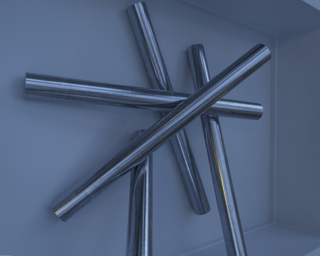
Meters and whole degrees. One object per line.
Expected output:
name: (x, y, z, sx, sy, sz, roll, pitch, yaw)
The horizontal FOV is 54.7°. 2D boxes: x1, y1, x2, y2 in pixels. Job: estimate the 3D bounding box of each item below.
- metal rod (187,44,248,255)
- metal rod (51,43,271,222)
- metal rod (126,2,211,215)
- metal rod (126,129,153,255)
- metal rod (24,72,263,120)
metal rod: (0.076, 0.028, 0.420, 0.025, 0.025, 0.299, 0, 75, -40)
metal rod: (0.011, -0.003, 0.351, 0.301, 0.025, 0.025, -38, 115, -12)
metal rod: (0.016, -0.015, 0.419, 0.025, 0.025, 0.298, -30, 109, -36)
metal rod: (-0.019, 0.119, 0.289, 0.025, 0.025, 0.300, 38, 34, -34)
metal rod: (0.003, -0.032, 0.368, 0.302, 0.025, 0.025, 4, 88, -28)
